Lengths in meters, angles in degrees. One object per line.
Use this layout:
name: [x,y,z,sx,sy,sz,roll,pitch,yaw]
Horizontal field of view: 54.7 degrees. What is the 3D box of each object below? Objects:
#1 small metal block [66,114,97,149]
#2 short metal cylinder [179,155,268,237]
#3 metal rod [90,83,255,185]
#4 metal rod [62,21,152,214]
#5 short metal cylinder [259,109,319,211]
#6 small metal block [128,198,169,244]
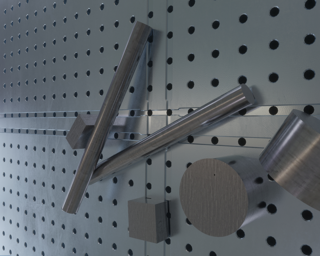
small metal block: [-0.111,0.006,0.485,0.025,0.050,0.050,50,120,28]
short metal cylinder: [0.069,0.071,0.337,0.080,0.050,0.079,0,90,40]
metal rod: [-0.012,0.022,0.419,0.299,0.025,0.025,-29,72,36]
metal rod: [-0.081,-0.009,0.454,0.025,0.025,0.298,31,103,35]
short metal cylinder: [0.134,0.027,0.263,0.080,0.081,0.050,43,116,31]
small metal block: [-0.016,0.125,0.423,0.050,0.025,0.050,-4,87,40]
